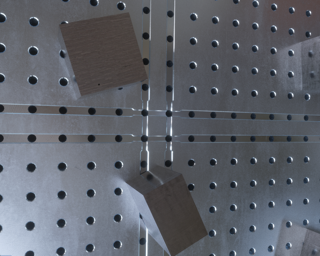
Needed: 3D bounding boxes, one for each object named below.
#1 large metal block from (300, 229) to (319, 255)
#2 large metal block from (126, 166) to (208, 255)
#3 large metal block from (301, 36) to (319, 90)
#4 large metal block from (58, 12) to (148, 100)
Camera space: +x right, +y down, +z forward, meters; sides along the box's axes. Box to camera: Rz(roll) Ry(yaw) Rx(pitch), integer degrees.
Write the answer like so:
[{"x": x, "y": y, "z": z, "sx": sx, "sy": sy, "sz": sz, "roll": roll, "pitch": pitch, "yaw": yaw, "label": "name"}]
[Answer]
[{"x": 0.277, "y": 0.218, "z": 0.501, "sx": 0.080, "sy": 0.050, "sz": 0.080, "roll": 20, "pitch": 84, "yaw": -19, "label": "large metal block"}, {"x": 0.005, "y": 0.098, "z": 0.385, "sx": 0.050, "sy": 0.080, "sz": 0.080, "roll": -26, "pitch": 99, "yaw": -18, "label": "large metal block"}, {"x": 0.280, "y": -0.104, "z": 0.502, "sx": 0.081, "sy": 0.050, "sz": 0.080, "roll": -3, "pitch": 91, "yaw": -20, "label": "large metal block"}, {"x": -0.070, "y": -0.085, "z": 0.373, "sx": 0.081, "sy": 0.050, "sz": 0.080, "roll": -18, "pitch": 96, "yaw": -19, "label": "large metal block"}]
